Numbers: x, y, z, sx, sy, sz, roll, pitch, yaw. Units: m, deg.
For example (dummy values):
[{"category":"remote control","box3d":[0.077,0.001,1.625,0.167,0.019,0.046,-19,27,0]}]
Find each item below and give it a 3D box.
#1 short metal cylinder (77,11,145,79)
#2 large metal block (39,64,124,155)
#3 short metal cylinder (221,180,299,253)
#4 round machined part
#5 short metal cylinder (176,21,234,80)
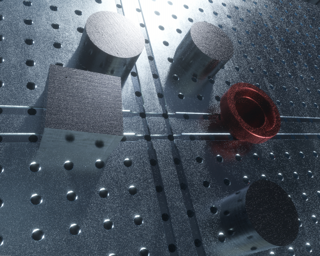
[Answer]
[{"category":"short metal cylinder","box3d":[-0.067,-0.112,0.424,0.081,0.050,0.080,14,56,-21]},{"category":"large metal block","box3d":[-0.090,-0.019,0.355,0.081,0.050,0.080,7,59,-25]},{"category":"short metal cylinder","box3d":[0.125,0.112,0.391,0.081,0.050,0.080,14,56,-21]},{"category":"round machined part","box3d":[0.134,-0.019,0.481,0.099,0.042,0.098,14,56,-21]},{"category":"short metal cylinder","box3d":[0.073,-0.127,0.509,0.081,0.050,0.080,13,56,-21]}]
